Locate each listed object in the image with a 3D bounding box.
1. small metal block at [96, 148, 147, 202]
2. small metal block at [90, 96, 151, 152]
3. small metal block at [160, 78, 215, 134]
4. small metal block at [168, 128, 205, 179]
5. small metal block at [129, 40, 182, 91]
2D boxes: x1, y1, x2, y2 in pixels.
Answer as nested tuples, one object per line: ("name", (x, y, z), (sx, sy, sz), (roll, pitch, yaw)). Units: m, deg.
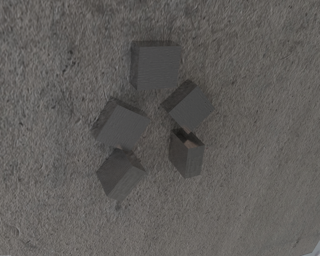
("small metal block", (-0.051, 0.057, 0.398), (0.025, 0.050, 0.050), (33, 100, -38))
("small metal block", (-0.048, -0.004, 0.378), (0.050, 0.025, 0.050), (24, 105, -37))
("small metal block", (0.037, -0.028, 0.410), (0.050, 0.025, 0.050), (-43, 130, 2))
("small metal block", (0.036, 0.034, 0.431), (0.025, 0.050, 0.050), (-10, 123, -23))
("small metal block", (-0.006, -0.073, 0.358), (0.050, 0.025, 0.050), (-8, 122, -24))
